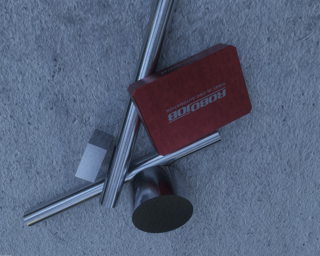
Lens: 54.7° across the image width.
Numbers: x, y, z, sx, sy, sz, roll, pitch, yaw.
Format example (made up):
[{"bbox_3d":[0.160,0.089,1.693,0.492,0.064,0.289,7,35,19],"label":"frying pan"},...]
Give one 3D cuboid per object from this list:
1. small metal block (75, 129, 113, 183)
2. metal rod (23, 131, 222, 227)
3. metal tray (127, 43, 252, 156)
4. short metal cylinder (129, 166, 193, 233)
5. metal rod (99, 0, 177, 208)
[{"bbox_3d":[-0.086,0.035,0.408,0.025,0.050,0.050,22,109,-8],"label":"small metal block"},{"bbox_3d":[-0.057,0.070,0.434,0.301,0.025,0.025,-25,109,8],"label":"metal rod"},{"bbox_3d":[0.038,-0.034,0.372,0.131,0.030,0.090,-26,115,-8],"label":"metal tray"},{"bbox_3d":[0.000,0.097,0.419,0.081,0.050,0.079,-6,129,-7],"label":"short metal cylinder"},{"bbox_3d":[-0.026,-0.038,0.380,0.025,0.025,0.298,16,104,-6],"label":"metal rod"}]
